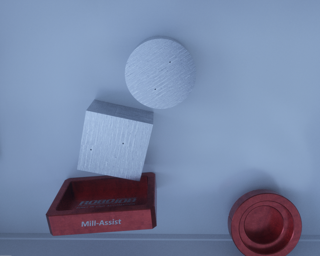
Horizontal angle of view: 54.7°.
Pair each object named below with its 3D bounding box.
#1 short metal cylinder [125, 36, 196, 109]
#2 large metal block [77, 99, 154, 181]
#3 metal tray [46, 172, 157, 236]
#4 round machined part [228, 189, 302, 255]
[{"bbox_3d":[0.001,-0.068,0.373,0.081,0.050,0.079,0,110,-1],"label":"short metal cylinder"},{"bbox_3d":[-0.056,0.015,0.403,0.081,0.050,0.079,12,110,-5],"label":"large metal block"},{"bbox_3d":[-0.071,0.097,0.411,0.131,0.090,0.030,-4,110,1],"label":"metal tray"},{"bbox_3d":[0.146,0.135,0.446,0.099,0.042,0.097,0,94,-1],"label":"round machined part"}]
